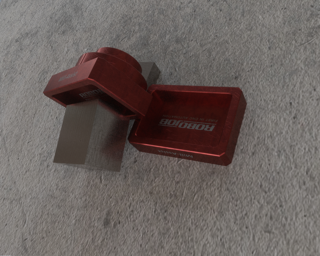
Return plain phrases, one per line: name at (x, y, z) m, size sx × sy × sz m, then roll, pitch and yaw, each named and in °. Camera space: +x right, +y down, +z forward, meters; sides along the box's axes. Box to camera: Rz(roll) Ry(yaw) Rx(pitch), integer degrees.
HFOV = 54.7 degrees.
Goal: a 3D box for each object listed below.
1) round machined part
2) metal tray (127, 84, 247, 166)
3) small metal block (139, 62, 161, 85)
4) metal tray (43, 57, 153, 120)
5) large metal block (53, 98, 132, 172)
round machined part at (-0.063, -0.072, 0.420) m, size 0.098 × 0.098 × 0.042 m, roll 6°, pitch 65°, yaw 30°
metal tray at (0.033, -0.008, 0.389) m, size 0.130 × 0.030 × 0.090 m, roll 7°, pitch 65°, yaw 30°
small metal block at (-0.033, -0.072, 0.466) m, size 0.050 × 0.025 × 0.050 m, roll 7°, pitch 65°, yaw 31°
metal tray at (-0.085, -0.043, 0.411) m, size 0.130 × 0.090 × 0.030 m, roll -4°, pitch 59°, yaw 47°
large metal block at (-0.089, 0.012, 0.403) m, size 0.080 × 0.050 × 0.080 m, roll -4°, pitch 71°, yaw 46°
